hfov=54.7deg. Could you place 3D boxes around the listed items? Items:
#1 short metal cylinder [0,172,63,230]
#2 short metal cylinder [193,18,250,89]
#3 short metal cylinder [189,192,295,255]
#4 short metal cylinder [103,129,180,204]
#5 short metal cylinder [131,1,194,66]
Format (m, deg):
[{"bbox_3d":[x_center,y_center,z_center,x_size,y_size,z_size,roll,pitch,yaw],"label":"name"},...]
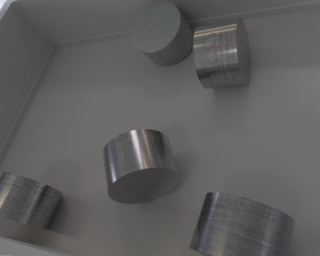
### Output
[{"bbox_3d":[-0.176,0.096,0.405,0.080,0.080,0.050,5,64,30],"label":"short metal cylinder"},{"bbox_3d":[0.079,-0.091,0.385,0.050,0.080,0.080,-3,60,27],"label":"short metal cylinder"},{"bbox_3d":[0.072,0.096,0.274,0.080,0.080,0.050,8,66,32],"label":"short metal cylinder"},{"bbox_3d":[-0.022,0.046,0.354,0.080,0.080,0.050,-25,53,12],"label":"short metal cylinder"},{"bbox_3d":[0.004,-0.139,0.460,0.080,0.050,0.080,-7,74,27],"label":"short metal cylinder"}]
